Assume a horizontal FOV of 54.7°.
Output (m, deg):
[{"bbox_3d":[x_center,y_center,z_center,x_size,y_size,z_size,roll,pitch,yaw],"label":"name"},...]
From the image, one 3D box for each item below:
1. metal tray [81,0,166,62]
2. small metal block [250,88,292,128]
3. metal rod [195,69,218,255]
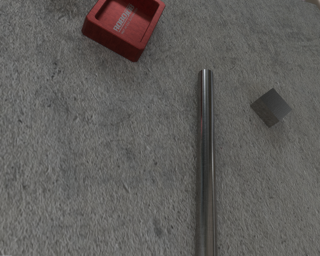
[{"bbox_3d":[-0.052,-0.171,0.478,0.090,0.030,0.130,28,52,-11],"label":"metal tray"},{"bbox_3d":[0.191,-0.035,0.531,0.050,0.025,0.050,-32,80,-38],"label":"small metal block"},{"bbox_3d":[0.062,0.039,0.415,0.025,0.025,0.300,18,55,-18],"label":"metal rod"}]
